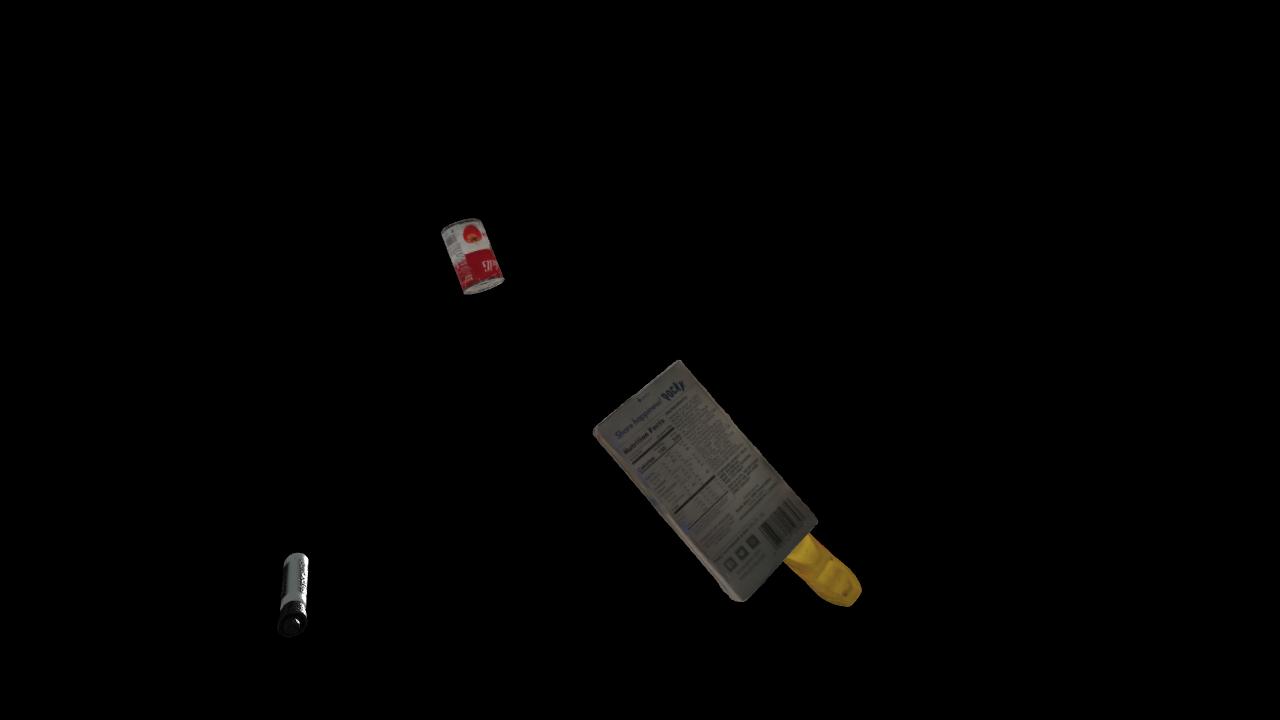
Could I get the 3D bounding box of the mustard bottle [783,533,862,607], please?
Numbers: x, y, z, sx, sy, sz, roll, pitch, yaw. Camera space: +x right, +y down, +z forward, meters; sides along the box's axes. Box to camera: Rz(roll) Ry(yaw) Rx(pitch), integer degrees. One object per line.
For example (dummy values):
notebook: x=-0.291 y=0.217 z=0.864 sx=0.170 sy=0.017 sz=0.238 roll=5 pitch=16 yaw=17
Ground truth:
mustard bottle: x=0.200 y=0.239 z=0.771 sx=0.184 sy=0.054 sz=0.092 roll=44 pitch=-2 yaw=-29

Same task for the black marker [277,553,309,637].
black marker: x=-0.271 y=0.182 z=0.482 sx=0.020 sy=0.020 sz=0.121 roll=0 pitch=5 yaw=-28

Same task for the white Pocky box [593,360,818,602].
white Pocky box: x=0.046 y=0.083 z=0.437 sx=0.084 sy=0.154 sz=0.028 roll=-38 pitch=-7 yaw=-20

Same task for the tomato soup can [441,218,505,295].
tomato soup can: x=-0.261 y=-0.161 z=0.960 sx=0.068 sy=0.101 sz=0.068 roll=-22 pitch=-1 yaw=0
